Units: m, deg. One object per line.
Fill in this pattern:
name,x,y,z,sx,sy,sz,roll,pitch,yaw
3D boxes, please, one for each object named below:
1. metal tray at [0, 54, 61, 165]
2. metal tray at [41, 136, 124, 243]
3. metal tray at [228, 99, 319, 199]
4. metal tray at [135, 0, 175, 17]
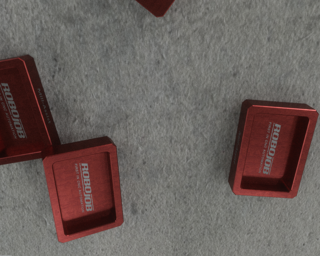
metal tray,-0.192,-0.020,0.396,0.091,0.030,0.129,-10,110,3
metal tray,-0.101,0.082,0.417,0.091,0.030,0.129,-11,113,-21
metal tray,0.149,0.030,0.420,0.091,0.030,0.129,4,110,-2
metal tray,-0.024,-0.196,0.335,0.130,0.030,0.090,35,106,-13
